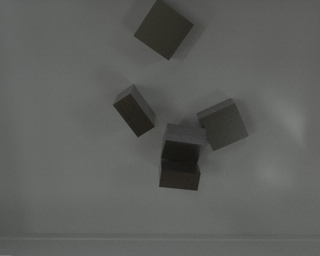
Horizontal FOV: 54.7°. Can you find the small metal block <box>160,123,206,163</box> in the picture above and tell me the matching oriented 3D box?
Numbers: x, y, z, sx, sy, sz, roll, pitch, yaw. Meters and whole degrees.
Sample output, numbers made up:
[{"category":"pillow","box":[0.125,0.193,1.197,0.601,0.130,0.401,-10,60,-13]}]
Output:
[{"category":"small metal block","box":[0.030,0.021,0.406,0.050,0.025,0.050,8,147,-3]}]

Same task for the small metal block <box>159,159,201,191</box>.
[{"category":"small metal block","box":[0.025,0.059,0.420,0.050,0.050,0.025,6,110,-3]}]

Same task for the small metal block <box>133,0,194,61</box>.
[{"category":"small metal block","box":[0.004,-0.117,0.368,0.050,0.025,0.050,33,106,-12]}]

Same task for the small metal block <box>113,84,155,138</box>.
[{"category":"small metal block","box":[-0.031,-0.023,0.389,0.025,0.050,0.050,-33,107,11]}]

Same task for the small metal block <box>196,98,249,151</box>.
[{"category":"small metal block","box":[0.082,-0.004,0.411,0.050,0.025,0.050,-24,109,8]}]
